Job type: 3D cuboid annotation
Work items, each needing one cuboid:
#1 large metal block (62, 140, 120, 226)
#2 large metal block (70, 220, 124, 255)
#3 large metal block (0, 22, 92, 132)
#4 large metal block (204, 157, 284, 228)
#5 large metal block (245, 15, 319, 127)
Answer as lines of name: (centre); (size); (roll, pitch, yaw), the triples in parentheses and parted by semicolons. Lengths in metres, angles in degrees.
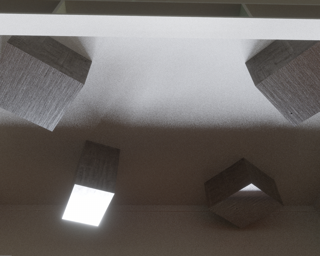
large metal block: (-0.096, 0.078, 0.438); (0.050, 0.080, 0.079); (17, 128, -15)
large metal block: (-0.111, 0.216, 0.558); (0.080, 0.080, 0.050); (-3, 130, 2)
large metal block: (-0.135, -0.054, 0.344); (0.080, 0.050, 0.080); (29, 124, -23)
large metal block: (0.129, 0.103, 0.483); (0.080, 0.050, 0.080); (35, 122, -26)
large metal block: (0.157, -0.060, 0.344); (0.080, 0.050, 0.080); (-37, 121, 27)
